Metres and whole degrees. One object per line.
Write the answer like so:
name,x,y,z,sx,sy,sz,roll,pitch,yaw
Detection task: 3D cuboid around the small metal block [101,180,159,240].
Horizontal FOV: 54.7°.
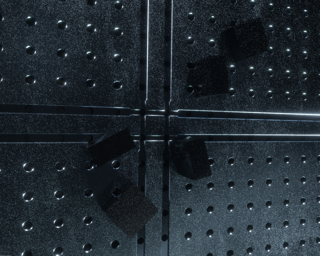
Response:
small metal block,-0.039,0.104,0.399,0.050,0.025,0.050,-43,104,-15

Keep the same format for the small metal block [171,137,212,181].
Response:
small metal block,0.041,0.039,0.416,0.025,0.050,0.050,-15,95,-20

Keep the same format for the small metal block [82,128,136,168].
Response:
small metal block,-0.063,0.022,0.377,0.050,0.050,0.025,-28,100,-18

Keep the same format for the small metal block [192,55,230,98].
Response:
small metal block,0.069,-0.069,0.426,0.025,0.050,0.050,-7,93,-20

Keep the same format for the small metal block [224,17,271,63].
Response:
small metal block,0.130,-0.131,0.462,0.050,0.025,0.050,-24,98,-19
